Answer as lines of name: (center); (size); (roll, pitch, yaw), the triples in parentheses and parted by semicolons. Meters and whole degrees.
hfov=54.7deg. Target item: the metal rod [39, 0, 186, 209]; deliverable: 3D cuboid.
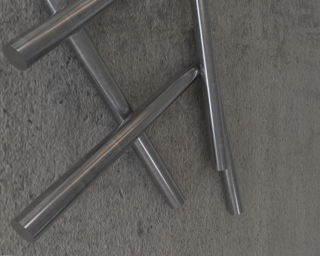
metal rod: (-0.045, -0.018, 0.367); (0.025, 0.025, 0.299); (-44, 117, -31)

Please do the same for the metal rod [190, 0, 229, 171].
metal rod: (0.068, -0.084, 0.439); (0.025, 0.025, 0.298); (-19, 105, -38)

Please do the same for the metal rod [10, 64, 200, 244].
metal rod: (-0.030, 0.000, 0.340); (0.301, 0.025, 0.025); (-47, 119, -43)

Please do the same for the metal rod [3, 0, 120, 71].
metal rod: (-0.046, -0.157, 0.342); (0.025, 0.025, 0.301); (56, 51, -25)

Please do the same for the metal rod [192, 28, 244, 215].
metal rod: (0.092, -0.006, 0.481); (0.025, 0.025, 0.298); (-22, 104, -38)
